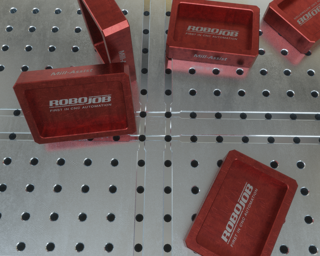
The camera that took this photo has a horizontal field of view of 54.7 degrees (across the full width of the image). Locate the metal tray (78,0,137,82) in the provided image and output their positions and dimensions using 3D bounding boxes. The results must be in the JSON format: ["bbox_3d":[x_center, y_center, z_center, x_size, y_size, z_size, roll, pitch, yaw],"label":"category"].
[{"bbox_3d":[-0.068,-0.119,0.399,0.030,0.130,0.090,-28,73,-10],"label":"metal tray"}]

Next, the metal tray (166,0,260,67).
[{"bbox_3d":[0.079,-0.144,0.462,0.131,0.030,0.090,7,70,2],"label":"metal tray"}]

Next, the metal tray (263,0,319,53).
[{"bbox_3d":[0.239,-0.185,0.479,0.131,0.030,0.090,-37,75,-13],"label":"metal tray"}]

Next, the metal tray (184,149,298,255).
[{"bbox_3d":[0.097,0.103,0.372,0.090,0.030,0.130,27,72,9],"label":"metal tray"}]

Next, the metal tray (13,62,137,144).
[{"bbox_3d":[-0.099,-0.029,0.385,0.131,0.089,0.030,-6,37,-3],"label":"metal tray"}]
